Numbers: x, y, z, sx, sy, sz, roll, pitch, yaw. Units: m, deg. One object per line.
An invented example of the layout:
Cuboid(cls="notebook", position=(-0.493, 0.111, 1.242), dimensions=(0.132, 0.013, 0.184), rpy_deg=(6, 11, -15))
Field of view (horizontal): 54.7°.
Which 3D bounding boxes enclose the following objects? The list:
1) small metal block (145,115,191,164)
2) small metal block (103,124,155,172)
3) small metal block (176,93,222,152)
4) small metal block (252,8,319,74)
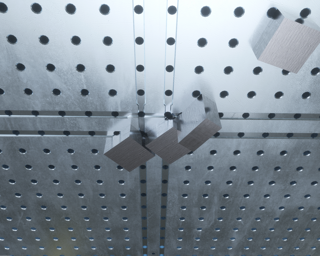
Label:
Cuboid(cls="small metal block", position=(0.015, 0.017, 0.427), dimensions=(0.050, 0.025, 0.050), rpy_deg=(-35, 122, 26))
Cuboid(cls="small metal block", position=(-0.042, 0.029, 0.436), dimensions=(0.050, 0.025, 0.050), rpy_deg=(-34, 123, 25))
Cuboid(cls="small metal block", position=(0.047, -0.007, 0.390), dimensions=(0.025, 0.050, 0.050), rpy_deg=(31, 123, -24))
Cuboid(cls="small metal block", position=(0.138, -0.093, 0.335), dimensions=(0.050, 0.025, 0.050), rpy_deg=(15, 128, -13))
